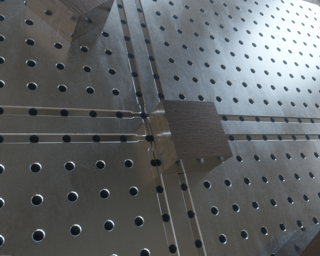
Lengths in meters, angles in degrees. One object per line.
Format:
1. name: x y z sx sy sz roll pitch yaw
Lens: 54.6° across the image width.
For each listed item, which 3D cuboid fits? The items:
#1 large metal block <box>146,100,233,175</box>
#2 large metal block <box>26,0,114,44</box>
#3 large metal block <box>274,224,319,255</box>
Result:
1. large metal block: 0.036 0.012 0.404 0.081 0.050 0.080 -1 62 -29
2. large metal block: -0.123 -0.178 0.434 0.080 0.050 0.080 41 51 -1
3. large metal block: 0.198 0.179 0.389 0.081 0.050 0.080 -24 75 -36
